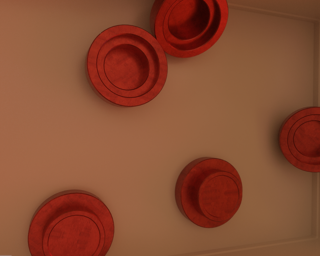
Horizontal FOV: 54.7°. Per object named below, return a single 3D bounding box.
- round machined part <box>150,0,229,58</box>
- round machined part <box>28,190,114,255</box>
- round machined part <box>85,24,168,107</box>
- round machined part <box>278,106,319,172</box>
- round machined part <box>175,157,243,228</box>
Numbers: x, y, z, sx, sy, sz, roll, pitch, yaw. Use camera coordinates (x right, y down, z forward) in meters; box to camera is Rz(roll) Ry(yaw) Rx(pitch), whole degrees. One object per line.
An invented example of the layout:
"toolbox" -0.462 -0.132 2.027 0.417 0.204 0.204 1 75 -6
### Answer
"round machined part" 0.034 -0.143 0.397 0.099 0.042 0.097 -13 136 -13
"round machined part" -0.102 0.125 0.365 0.099 0.042 0.097 0 90 -21
"round machined part" -0.044 -0.074 0.386 0.099 0.042 0.097 0 90 -21
"round machined part" 0.233 0.015 0.474 0.098 0.042 0.097 2 97 13
"round machined part" 0.074 0.091 0.431 0.099 0.042 0.097 0 90 -21
